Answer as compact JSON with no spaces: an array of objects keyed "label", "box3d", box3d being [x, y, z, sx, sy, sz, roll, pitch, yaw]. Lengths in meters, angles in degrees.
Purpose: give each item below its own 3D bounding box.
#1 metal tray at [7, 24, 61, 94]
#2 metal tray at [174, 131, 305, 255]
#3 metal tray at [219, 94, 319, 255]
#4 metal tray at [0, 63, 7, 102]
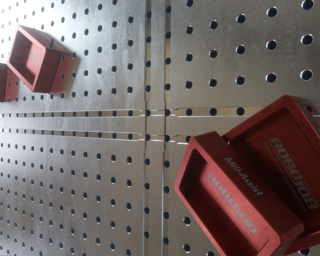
[{"label":"metal tray","box3d":[-0.252,-0.137,0.609,0.130,0.030,0.089,39,113,32]},{"label":"metal tray","box3d":[0.069,0.077,0.315,0.130,0.030,0.089,52,142,36]},{"label":"metal tray","box3d":[0.126,0.044,0.301,0.090,0.030,0.130,-39,67,33]},{"label":"metal tray","box3d":[-0.416,-0.117,0.743,0.130,0.030,0.089,16,100,38]}]
